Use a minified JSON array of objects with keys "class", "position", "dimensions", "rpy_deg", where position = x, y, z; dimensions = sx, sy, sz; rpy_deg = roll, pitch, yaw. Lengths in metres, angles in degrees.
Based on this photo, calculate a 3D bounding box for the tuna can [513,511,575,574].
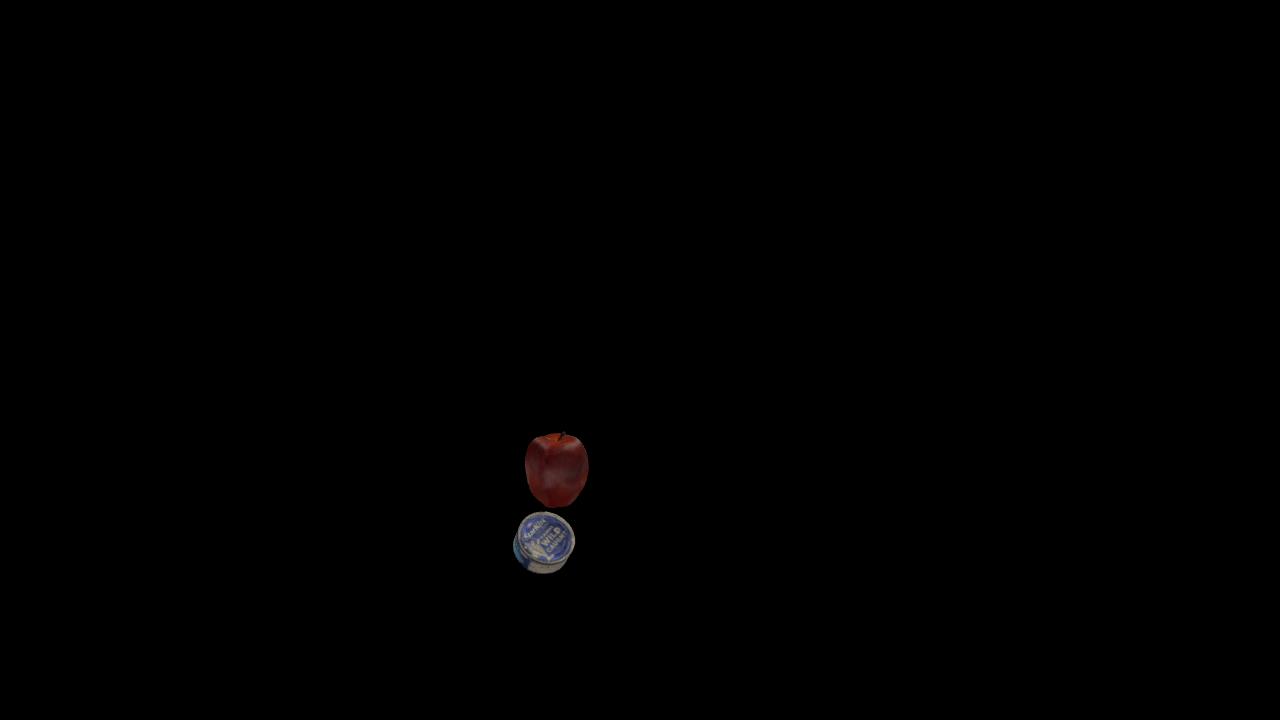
[{"class":"tuna can","position":[-0.138,0.261,0.880],"dimensions":[0.084,0.034,0.084],"rpy_deg":[17,37,-14]}]

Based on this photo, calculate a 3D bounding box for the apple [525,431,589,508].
[{"class":"apple","position":[-0.100,0.132,0.750],"dimensions":[0.079,0.093,0.079],"rpy_deg":[5,10,-1]}]
